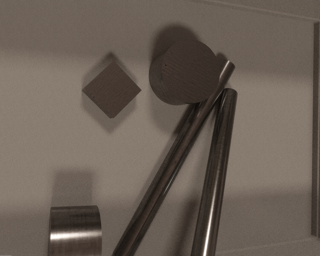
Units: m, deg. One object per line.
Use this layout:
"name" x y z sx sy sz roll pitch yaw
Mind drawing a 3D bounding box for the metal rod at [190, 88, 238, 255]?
"metal rod" 0.064 0.071 0.370 0.025 0.025 0.300 29 55 -18

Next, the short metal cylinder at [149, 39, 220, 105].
"short metal cylinder" 0.031 -0.071 0.410 0.081 0.050 0.079 0 90 -20

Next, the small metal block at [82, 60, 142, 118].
"small metal block" -0.061 -0.047 0.389 0.050 0.025 0.050 47 75 -15

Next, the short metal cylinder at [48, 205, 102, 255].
"short metal cylinder" -0.097 0.128 0.346 0.050 0.080 0.079 3 89 -20

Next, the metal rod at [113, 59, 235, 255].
"metal rod" 0.024 0.036 0.420 0.025 0.025 0.300 33 79 -18
